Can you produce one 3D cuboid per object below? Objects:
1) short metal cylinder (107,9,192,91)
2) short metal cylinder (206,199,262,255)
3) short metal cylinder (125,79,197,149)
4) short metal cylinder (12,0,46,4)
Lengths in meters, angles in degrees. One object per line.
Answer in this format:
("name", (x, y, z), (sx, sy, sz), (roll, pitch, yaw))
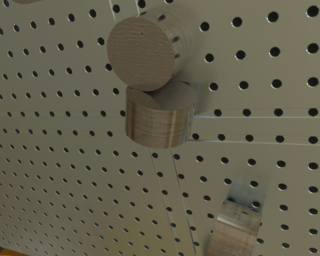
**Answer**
("short metal cylinder", (-0.011, -0.088, 0.347), (0.080, 0.050, 0.079), (13, 124, 21))
("short metal cylinder", (0.099, 0.142, 0.411), (0.050, 0.080, 0.079), (18, 125, 18))
("short metal cylinder", (0.000, -0.020, 0.364), (0.080, 0.080, 0.050), (18, 126, 17))
("short metal cylinder", (-0.149, -0.189, 0.357), (0.080, 0.050, 0.079), (13, 124, 21))
